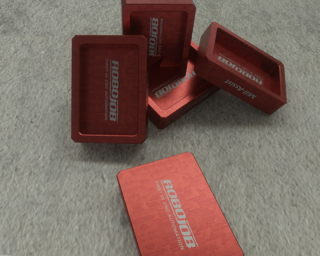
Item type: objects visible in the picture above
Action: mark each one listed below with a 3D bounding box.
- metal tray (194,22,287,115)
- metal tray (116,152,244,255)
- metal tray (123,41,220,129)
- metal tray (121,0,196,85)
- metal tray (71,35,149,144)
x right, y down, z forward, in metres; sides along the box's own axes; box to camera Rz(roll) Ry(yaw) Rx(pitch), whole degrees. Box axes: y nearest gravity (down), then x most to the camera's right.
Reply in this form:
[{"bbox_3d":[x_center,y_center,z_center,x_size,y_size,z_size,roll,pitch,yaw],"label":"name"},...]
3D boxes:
[{"bbox_3d":[0.116,-0.084,0.436,0.131,0.030,0.090,26,50,-14],"label":"metal tray"},{"bbox_3d":[0.015,0.093,0.322,0.091,0.030,0.130,-15,52,-13],"label":"metal tray"},{"bbox_3d":[0.022,-0.067,0.443,0.131,0.030,0.090,-35,70,-25],"label":"metal tray"},{"bbox_3d":[-0.006,-0.114,0.426,0.091,0.129,0.030,-4,47,-9],"label":"metal tray"},{"bbox_3d":[-0.061,-0.047,0.384,0.091,0.030,0.129,1,92,3],"label":"metal tray"}]
